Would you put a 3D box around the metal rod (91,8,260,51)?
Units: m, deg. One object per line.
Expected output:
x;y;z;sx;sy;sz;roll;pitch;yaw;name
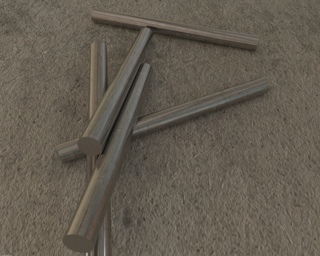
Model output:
0.021;-0.177;0.551;0.301;0.025;0.025;13;51;11;metal rod

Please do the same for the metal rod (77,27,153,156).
-0.047;-0.073;0.424;0.025;0.025;0.301;7;38;6;metal rod

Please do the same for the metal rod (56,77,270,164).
0.016;-0.016;0.416;0.302;0.025;0.025;-19;53;-16;metal rod

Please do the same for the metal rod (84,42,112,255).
-0.073;0.000;0.368;0.025;0.025;0.300;-5;53;-4;metal rod

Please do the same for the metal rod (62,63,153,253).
-0.043;0.001;0.360;0.025;0.025;0.301;6;37;5;metal rod
